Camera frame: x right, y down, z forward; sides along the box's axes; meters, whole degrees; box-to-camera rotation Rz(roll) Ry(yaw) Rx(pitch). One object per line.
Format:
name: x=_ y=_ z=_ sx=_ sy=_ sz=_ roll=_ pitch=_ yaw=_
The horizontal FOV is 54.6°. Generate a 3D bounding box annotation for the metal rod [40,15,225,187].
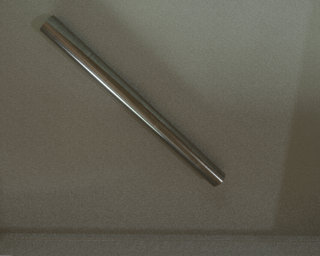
metal rod: x=-0.025 y=-0.025 z=0.401 sx=0.300 sy=0.025 sz=0.025 roll=42 pitch=105 yaw=-14
